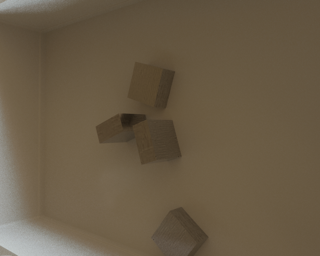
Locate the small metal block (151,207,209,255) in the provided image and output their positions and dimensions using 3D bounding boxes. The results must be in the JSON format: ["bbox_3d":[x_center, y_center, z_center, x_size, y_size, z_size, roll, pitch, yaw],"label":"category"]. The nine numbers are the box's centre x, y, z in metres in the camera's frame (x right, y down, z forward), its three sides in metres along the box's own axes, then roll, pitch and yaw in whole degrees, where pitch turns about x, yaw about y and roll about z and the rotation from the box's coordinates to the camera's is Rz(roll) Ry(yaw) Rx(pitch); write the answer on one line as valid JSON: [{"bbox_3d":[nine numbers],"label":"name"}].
[{"bbox_3d":[0.024,0.136,0.386,0.050,0.025,0.050,44,116,30],"label":"small metal block"}]

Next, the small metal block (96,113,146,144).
[{"bbox_3d":[-0.052,0.001,0.431,0.050,0.050,0.025,-25,74,37],"label":"small metal block"}]

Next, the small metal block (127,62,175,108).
[{"bbox_3d":[-0.012,-0.058,0.415,0.050,0.025,0.050,22,104,37],"label":"small metal block"}]

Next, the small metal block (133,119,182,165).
[{"bbox_3d":[-0.003,0.017,0.391,0.025,0.050,0.050,-22,76,38],"label":"small metal block"}]
